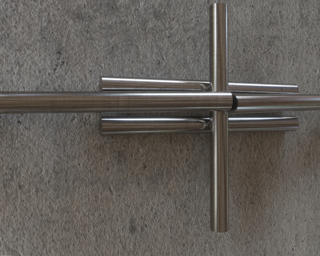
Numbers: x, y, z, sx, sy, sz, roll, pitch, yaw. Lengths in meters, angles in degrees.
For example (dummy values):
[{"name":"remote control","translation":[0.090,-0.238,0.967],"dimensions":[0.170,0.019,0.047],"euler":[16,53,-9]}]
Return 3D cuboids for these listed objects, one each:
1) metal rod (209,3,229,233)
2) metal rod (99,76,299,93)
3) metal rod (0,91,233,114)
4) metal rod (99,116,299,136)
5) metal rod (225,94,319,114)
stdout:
[{"name":"metal rod","translation":[0.079,-0.013,0.414],"dimensions":[0.025,0.025,0.298],"euler":[0,90,-20]},{"name":"metal rod","translation":[0.068,-0.055,0.436],"dimensions":[0.303,0.025,0.025],"euler":[-1,91,-21]},{"name":"metal rod","translation":[-0.062,-0.030,0.361],"dimensions":[0.302,0.025,0.025],"euler":[-1,91,-11]},{"name":"metal rod","translation":[0.068,-0.005,0.436],"dimensions":[0.303,0.025,0.025],"euler":[-1,91,-21]},{"name":"metal rod","translation":[0.220,-0.039,0.467],"dimensions":[0.303,0.025,0.025],"euler":[-4,92,-30]}]
